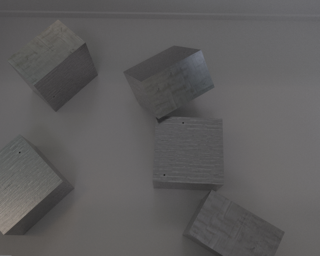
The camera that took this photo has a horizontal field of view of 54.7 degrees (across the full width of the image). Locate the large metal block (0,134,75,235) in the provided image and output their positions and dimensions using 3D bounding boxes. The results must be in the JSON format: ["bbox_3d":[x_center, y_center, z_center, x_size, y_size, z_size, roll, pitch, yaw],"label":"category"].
[{"bbox_3d":[-0.166,0.069,0.370,0.080,0.050,0.080,43,75,14],"label":"large metal block"}]

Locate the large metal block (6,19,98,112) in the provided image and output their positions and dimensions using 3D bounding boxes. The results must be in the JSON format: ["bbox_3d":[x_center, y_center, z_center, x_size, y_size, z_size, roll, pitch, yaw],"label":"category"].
[{"bbox_3d":[-0.136,-0.079,0.408,0.050,0.080,0.080,41,75,13],"label":"large metal block"}]

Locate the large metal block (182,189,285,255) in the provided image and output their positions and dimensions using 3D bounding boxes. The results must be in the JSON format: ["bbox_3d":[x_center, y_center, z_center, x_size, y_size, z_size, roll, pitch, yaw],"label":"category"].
[{"bbox_3d":[0.074,0.115,0.339,0.080,0.080,0.050,30,73,10],"label":"large metal block"}]

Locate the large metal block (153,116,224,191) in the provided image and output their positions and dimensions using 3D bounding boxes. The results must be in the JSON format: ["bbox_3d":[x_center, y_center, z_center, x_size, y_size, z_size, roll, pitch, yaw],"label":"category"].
[{"bbox_3d":[0.034,0.033,0.384,0.080,0.050,0.080,2,70,1],"label":"large metal block"}]

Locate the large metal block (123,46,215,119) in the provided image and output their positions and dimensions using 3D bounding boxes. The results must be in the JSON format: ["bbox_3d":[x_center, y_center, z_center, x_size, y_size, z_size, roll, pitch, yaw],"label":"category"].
[{"bbox_3d":[0.009,-0.062,0.396,0.080,0.080,0.050,-30,116,-10],"label":"large metal block"}]
